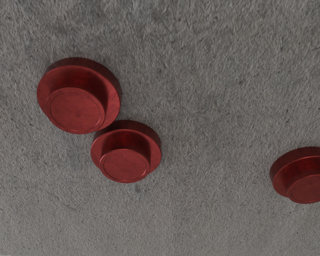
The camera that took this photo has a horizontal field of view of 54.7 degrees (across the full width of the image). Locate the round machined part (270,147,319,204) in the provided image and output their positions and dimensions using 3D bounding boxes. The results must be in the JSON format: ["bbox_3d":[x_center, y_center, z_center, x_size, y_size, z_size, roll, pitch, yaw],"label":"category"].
[{"bbox_3d":[0.220,0.077,0.463,0.099,0.042,0.097,0,130,0],"label":"round machined part"}]

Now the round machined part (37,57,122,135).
[{"bbox_3d":[-0.096,-0.031,0.369,0.099,0.042,0.097,0,130,0],"label":"round machined part"}]

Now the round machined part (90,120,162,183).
[{"bbox_3d":[-0.047,0.039,0.429,0.099,0.042,0.097,0,130,0],"label":"round machined part"}]
